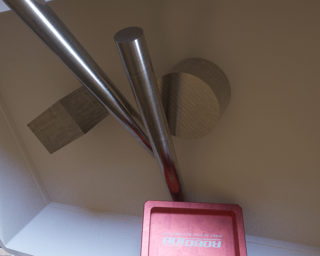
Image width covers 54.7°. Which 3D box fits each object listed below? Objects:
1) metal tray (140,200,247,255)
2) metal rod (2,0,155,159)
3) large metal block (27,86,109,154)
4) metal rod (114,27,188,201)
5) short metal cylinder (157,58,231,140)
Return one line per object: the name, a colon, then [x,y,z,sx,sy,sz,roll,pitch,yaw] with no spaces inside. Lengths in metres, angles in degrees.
metal tray: [0.042,0.144,0.401,0.131,0.090,0.030,3,147,-1]
metal rod: [-0.064,-0.046,0.320,0.025,0.025,0.300,-1,148,28]
large metal block: [-0.117,-0.017,0.422,0.080,0.080,0.050,-26,104,37]
metal rod: [0.004,0.023,0.362,0.025,0.025,0.299,9,141,23]
short metal cylinder: [0.035,-0.034,0.352,0.080,0.050,0.079,13,124,20]
